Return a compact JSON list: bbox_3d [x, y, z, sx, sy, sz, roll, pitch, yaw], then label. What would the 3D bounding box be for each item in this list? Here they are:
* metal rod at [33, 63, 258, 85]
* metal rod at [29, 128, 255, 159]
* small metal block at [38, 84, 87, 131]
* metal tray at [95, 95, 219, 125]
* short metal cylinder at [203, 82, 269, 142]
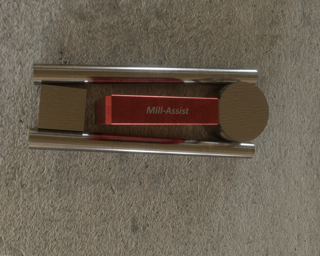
[{"bbox_3d":[-0.004,-0.069,0.409,0.303,0.025,0.025,-3,91,-20],"label":"metal rod"},{"bbox_3d":[-0.008,0.023,0.407,0.302,0.025,0.025,4,89,-20],"label":"metal rod"},{"bbox_3d":[-0.116,-0.023,0.368,0.050,0.025,0.050,5,89,-20],"label":"small metal block"},{"bbox_3d":[-0.007,-0.019,0.372,0.131,0.090,0.030,0,90,-20],"label":"metal tray"},{"bbox_3d":[0.103,-0.022,0.434,0.081,0.050,0.079,0,90,-20],"label":"short metal cylinder"}]
